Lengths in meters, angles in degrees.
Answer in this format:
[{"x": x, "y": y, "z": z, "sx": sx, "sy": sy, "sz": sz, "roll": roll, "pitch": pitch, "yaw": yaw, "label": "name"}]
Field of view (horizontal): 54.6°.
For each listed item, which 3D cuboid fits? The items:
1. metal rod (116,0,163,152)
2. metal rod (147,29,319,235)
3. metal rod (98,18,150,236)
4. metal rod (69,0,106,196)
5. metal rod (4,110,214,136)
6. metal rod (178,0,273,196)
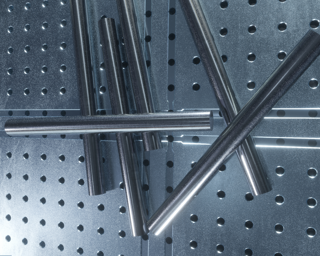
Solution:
[{"x": -0.037, "y": -0.117, "z": 0.426, "sx": 0.025, "sy": 0.025, "sz": 0.299, "roll": -12, "pitch": 86, "yaw": 19, "label": "metal rod"}, {"x": 0.075, "y": 0.021, "z": 0.361, "sx": 0.025, "sy": 0.025, "sz": 0.299, "roll": 42, "pitch": 112, "yaw": 15, "label": "metal rod"}, {"x": -0.051, "y": -0.004, "z": 0.431, "sx": 0.025, "sy": 0.025, "sz": 0.299, "roll": -11, "pitch": 86, "yaw": 20, "label": "metal rod"}, {"x": -0.106, "y": -0.054, "z": 0.450, "sx": 0.025, "sy": 0.025, "sz": 0.298, "roll": -7, "pitch": 88, "yaw": 20, "label": "metal rod"}, {"x": -0.081, "y": -0.005, "z": 0.413, "sx": 0.301, "sy": 0.025, "sz": 0.025, "roll": -2, "pitch": 90, "yaw": 20, "label": "metal rod"}, {"x": 0.073, "y": -0.064, "z": 0.387, "sx": 0.025, "sy": 0.025, "sz": 0.299, "roll": -22, "pitch": 83, "yaw": 19, "label": "metal rod"}]
